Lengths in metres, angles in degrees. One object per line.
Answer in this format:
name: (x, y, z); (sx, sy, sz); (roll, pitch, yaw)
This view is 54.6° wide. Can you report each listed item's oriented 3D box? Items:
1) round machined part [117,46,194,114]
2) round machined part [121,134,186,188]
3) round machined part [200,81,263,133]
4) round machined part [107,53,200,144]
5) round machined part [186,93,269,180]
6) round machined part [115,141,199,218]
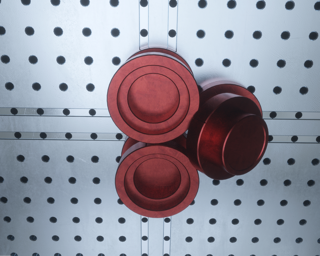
round machined part: (-0.005, -0.050, 0.387); (0.099, 0.042, 0.097); (0, 110, 0)
round machined part: (-0.004, 0.042, 0.420); (0.099, 0.042, 0.097); (0, 110, 0)
round machined part: (0.084, -0.009, 0.402); (0.099, 0.042, 0.097); (0, 110, 0)
round machined part: (-0.007, -0.035, 0.346); (0.099, 0.042, 0.097); (0, 110, 0)
round machined part: (0.081, 0.013, 0.342); (0.099, 0.042, 0.097); (-12, 113, -30)
round machined part: (-0.003, 0.057, 0.380); (0.099, 0.042, 0.097); (0, 110, 0)
